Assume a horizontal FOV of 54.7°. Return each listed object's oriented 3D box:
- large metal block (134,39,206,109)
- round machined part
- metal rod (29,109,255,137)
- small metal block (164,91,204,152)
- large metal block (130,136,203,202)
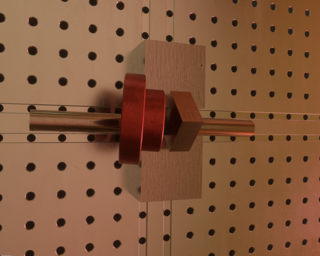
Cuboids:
[{"bbox_3d":[0.011,-0.065,0.403,0.081,0.050,0.079,1,90,-20],"label":"large metal block"},{"bbox_3d":[-0.019,-0.009,0.336,0.042,0.098,0.097,4,89,-6],"label":"round machined part"},{"bbox_3d":[-0.008,-0.004,0.409,0.302,0.025,0.025,2,90,-20],"label":"metal rod"},{"bbox_3d":[0.023,-0.008,0.361,0.025,0.050,0.050,1,46,-20],"label":"small metal block"},{"bbox_3d":[0.007,0.049,0.402,0.081,0.050,0.080,1,90,-20],"label":"large metal block"}]
